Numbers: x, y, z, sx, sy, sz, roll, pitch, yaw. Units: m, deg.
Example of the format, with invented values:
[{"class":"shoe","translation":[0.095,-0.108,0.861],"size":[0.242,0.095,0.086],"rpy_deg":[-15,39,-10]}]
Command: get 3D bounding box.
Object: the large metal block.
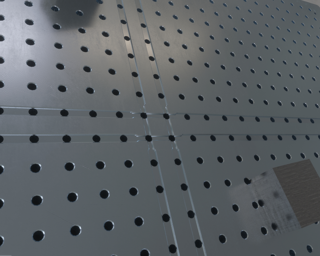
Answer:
[{"class":"large metal block","translation":[0.184,0.095,0.432],"size":[0.081,0.050,0.080],"rpy_deg":[-7,65,-31]}]
